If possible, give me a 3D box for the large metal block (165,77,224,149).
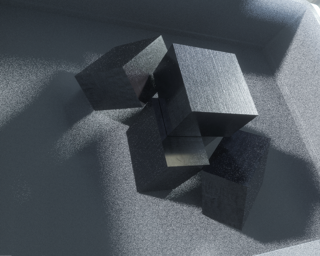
[{"bbox_3d":[0.041,-0.022,0.402,0.050,0.080,0.080,1,61,-28],"label":"large metal block"}]

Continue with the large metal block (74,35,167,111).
[{"bbox_3d":[-0.040,-0.066,0.377,0.080,0.080,0.050,-51,127,-39],"label":"large metal block"}]

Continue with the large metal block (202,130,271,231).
[{"bbox_3d":[0.090,0.059,0.371,0.050,0.080,0.080,18,45,26],"label":"large metal block"}]

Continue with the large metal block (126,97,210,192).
[{"bbox_3d":[0.004,0.021,0.358,0.050,0.080,0.080,1,61,-28],"label":"large metal block"}]

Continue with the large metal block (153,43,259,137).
[{"bbox_3d":[0.046,-0.038,0.332,0.081,0.050,0.080,2,61,-27],"label":"large metal block"}]
